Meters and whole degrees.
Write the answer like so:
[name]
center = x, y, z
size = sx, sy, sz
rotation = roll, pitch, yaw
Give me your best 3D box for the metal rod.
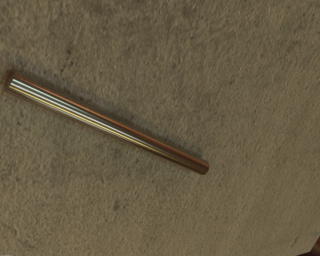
[metal rod]
center = -0.039, 0.008, 0.391
size = 0.301, 0.025, 0.025
rotation = 27, 103, -38
